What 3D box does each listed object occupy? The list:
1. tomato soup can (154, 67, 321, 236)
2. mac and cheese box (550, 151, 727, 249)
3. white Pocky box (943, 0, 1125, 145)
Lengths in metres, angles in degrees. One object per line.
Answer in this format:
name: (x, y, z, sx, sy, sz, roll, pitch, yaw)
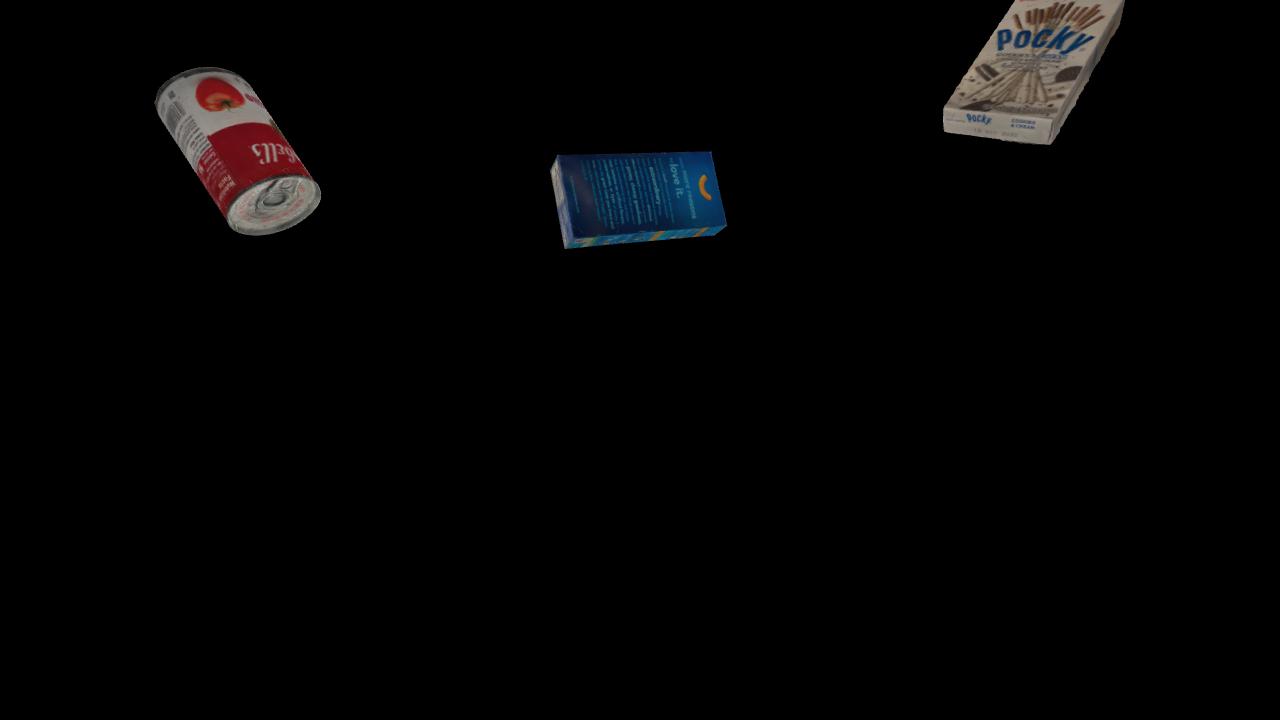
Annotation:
tomato soup can: (-0.295, -0.152, 0.454, 0.068, 0.101, 0.068, -35, -4, -3)
mac and cheese box: (0.000, -0.178, 0.675, 0.184, 0.093, 0.041, -9, -7, -23)
white Pocky box: (0.324, -0.242, 0.507, 0.084, 0.154, 0.028, 24, -20, 36)
